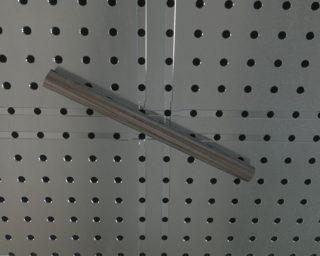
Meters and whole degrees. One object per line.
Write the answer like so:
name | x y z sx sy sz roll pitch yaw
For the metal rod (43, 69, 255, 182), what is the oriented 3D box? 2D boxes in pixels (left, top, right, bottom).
metal rod | -0.007 0.001 0.414 0.301 0.025 0.025 26 108 -10
